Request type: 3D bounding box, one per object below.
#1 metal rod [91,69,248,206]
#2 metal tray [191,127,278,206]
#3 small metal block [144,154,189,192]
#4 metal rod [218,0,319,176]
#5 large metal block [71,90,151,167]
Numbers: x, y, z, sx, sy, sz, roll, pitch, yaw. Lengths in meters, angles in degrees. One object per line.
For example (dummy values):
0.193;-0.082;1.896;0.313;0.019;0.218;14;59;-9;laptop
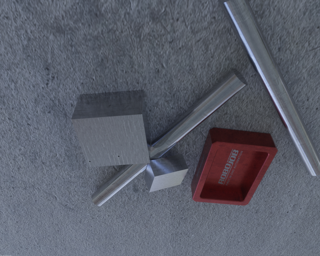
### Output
-0.004;0.028;0.431;0.025;0.025;0.299;33;123;-25;metal rod
0.104;0.061;0.457;0.091;0.030;0.129;6;130;-6;metal tray
0.008;0.065;0.445;0.050;0.025;0.050;-11;147;-20;small metal block
0.150;-0.034;0.380;0.025;0.025;0.300;-27;126;20;metal rod
-0.056;0.001;0.391;0.080;0.050;0.080;-4;130;3;large metal block
